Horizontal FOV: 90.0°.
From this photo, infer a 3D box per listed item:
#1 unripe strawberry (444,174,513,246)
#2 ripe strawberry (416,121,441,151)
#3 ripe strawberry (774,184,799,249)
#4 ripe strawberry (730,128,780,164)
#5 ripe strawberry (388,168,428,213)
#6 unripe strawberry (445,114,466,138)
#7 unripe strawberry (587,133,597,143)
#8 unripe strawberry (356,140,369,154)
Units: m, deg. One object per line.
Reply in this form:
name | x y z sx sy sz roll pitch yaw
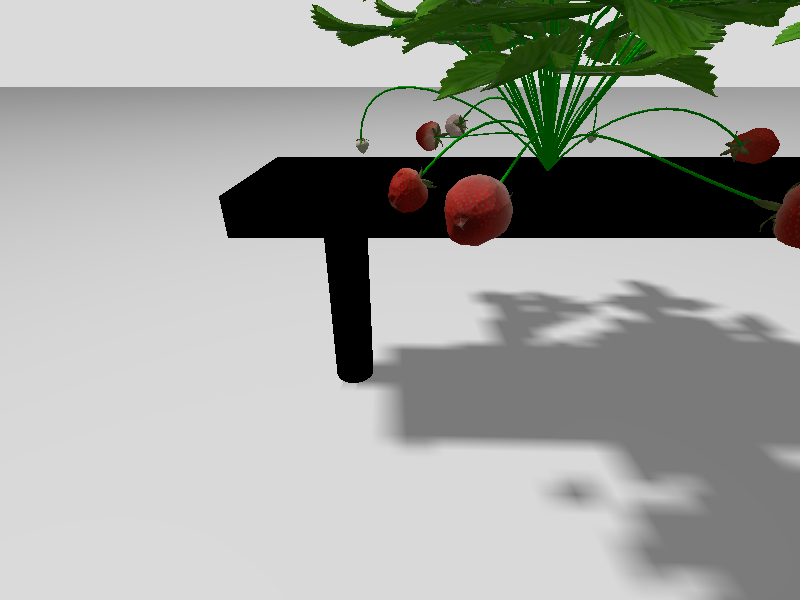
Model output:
unripe strawberry | 0.035 -0.040 0.185 0.032 0.033 0.034 15 33 24
ripe strawberry | 0.030 -0.173 0.423 0.025 0.029 0.027 -25 37 -36
ripe strawberry | 0.186 -0.036 0.177 0.027 0.031 0.030 -10 31 -17
ripe strawberry | 0.316 -0.137 0.355 0.035 0.030 0.035 -3 30 -7
ripe strawberry | 0.003 -0.061 0.229 0.022 0.023 0.025 26 -24 38
unripe strawberry | 0.070 -0.221 0.511 0.027 0.028 0.029 -8 18 -13
unripe strawberry | 0.213 -0.180 0.444 0.010 0.011 0.011 19 35 30
unripe strawberry | -0.034 -0.141 0.368 0.011 0.012 0.011 7 30 12
